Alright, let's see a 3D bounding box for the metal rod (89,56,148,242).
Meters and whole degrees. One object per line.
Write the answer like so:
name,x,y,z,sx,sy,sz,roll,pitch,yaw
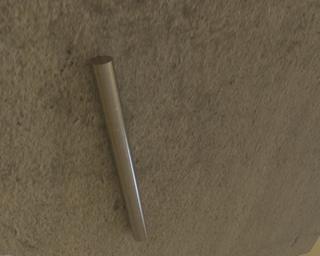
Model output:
metal rod,-0.047,0.050,0.413,0.025,0.025,0.298,-20,126,-17
